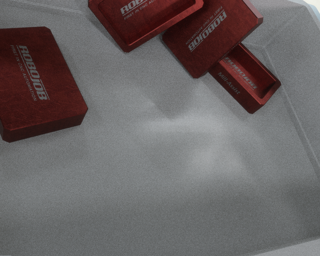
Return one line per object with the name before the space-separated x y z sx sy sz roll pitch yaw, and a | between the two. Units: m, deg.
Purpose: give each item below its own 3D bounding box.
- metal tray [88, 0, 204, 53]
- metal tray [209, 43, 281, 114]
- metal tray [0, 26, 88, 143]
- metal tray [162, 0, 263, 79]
metal tray | -0.018 -0.171 0.415 0.090 0.130 0.030 49 18 -42
metal tray | 0.141 -0.097 0.539 0.130 0.030 0.091 46 51 4
metal tray | -0.151 -0.055 0.355 0.091 0.030 0.130 -17 71 -35
metal tray | 0.075 -0.149 0.466 0.090 0.129 0.030 52 37 4
